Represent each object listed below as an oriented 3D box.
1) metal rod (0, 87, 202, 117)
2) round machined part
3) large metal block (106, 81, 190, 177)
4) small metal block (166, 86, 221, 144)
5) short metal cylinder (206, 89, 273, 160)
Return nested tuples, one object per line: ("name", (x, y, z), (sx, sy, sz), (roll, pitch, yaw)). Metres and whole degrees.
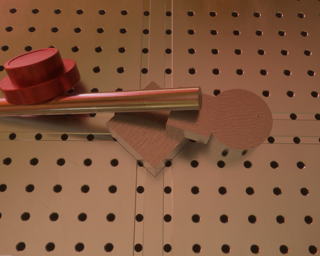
("metal rod", (-0.101, -0.029, 0.375), (0.301, 0.025, 0.025), (-1, 69, 17))
("round machined part", (-0.157, -0.072, 0.398), (0.099, 0.042, 0.098), (-9, 31, 6))
("large metal block", (-0.008, 0.001, 0.395), (0.080, 0.050, 0.080), (42, 75, 13))
("small metal block", (0.039, -0.015, 0.362), (0.050, 0.025, 0.050), (18, 71, 6))
("short metal cylinder", (0.097, -0.004, 0.401), (0.081, 0.050, 0.080), (0, 70, 0))
